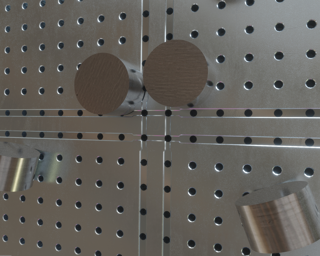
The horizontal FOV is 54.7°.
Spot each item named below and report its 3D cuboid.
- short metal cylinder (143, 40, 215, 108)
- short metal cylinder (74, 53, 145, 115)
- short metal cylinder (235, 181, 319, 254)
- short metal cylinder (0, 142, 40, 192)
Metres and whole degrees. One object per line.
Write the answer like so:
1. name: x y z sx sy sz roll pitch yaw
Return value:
1. short metal cylinder: 0.025 -0.065 0.390 0.080 0.050 0.079 0 90 19
2. short metal cylinder: -0.068 -0.057 0.422 0.080 0.050 0.079 0 90 19
3. short metal cylinder: 0.129 0.095 0.338 0.080 0.080 0.050 -21 83 18
4. short metal cylinder: -0.226 0.055 0.461 0.080 0.080 0.050 17 96 19
